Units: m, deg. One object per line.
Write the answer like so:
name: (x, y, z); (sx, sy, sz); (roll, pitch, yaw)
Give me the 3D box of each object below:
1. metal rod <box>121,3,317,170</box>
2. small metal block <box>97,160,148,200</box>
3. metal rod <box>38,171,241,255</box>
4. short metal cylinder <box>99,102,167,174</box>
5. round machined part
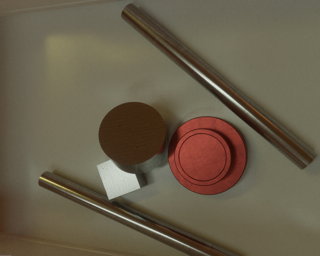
metal rod: (0.063, -0.061, 0.387); (0.300, 0.025, 0.025); (43, 103, 14)
small metal block: (-0.052, 0.065, 0.428); (0.050, 0.025, 0.050); (-24, 83, 18)
metal rod: (-0.040, 0.123, 0.423); (0.301, 0.025, 0.025); (19, 96, 18)
short metal cylinder: (-0.032, 0.014, 0.391); (0.080, 0.050, 0.080); (-1, 69, 3)
round machined part: (0.056, 0.034, 0.381); (0.098, 0.042, 0.097); (0, 90, 19)
